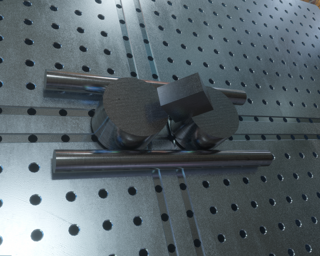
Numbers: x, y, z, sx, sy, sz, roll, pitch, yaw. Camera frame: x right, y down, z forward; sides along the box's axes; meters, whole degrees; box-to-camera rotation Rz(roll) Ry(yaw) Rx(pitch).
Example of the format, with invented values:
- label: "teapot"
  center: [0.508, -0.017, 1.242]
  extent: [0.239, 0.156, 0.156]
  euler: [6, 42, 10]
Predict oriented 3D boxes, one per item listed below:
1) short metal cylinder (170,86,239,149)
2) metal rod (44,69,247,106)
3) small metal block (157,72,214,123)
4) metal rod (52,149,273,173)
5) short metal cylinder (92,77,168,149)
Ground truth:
- label: "short metal cylinder"
  center: [0.060, -0.011, 0.427]
  extent: [0.081, 0.050, 0.080]
  euler: [14, 56, -21]
- label: "metal rod"
  center: [-0.001, -0.053, 0.436]
  extent: [0.303, 0.025, 0.025]
  euler: [2, 61, -27]
- label: "small metal block"
  center: [0.031, -0.034, 0.366]
  extent: [0.050, 0.050, 0.025]
  euler: [45, 29, -59]
- label: "metal rod"
  center: [0.024, 0.040, 0.392]
  extent: [0.303, 0.025, 0.025]
  euler: [2, 61, -27]
- label: "short metal cylinder"
  center: [-0.037, -0.014, 0.377]
  extent: [0.081, 0.050, 0.080]
  euler: [14, 56, -21]
